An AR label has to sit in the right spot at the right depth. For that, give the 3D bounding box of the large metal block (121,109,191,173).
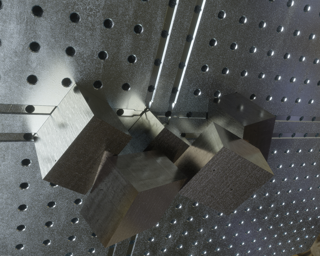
[{"bbox_3d":[-0.007,0.035,0.414,0.080,0.050,0.080,-49,129,6],"label":"large metal block"}]

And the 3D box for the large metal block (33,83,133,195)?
[{"bbox_3d":[-0.087,0.010,0.335,0.050,0.080,0.080,34,99,-39],"label":"large metal block"}]

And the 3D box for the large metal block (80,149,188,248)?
[{"bbox_3d":[-0.028,0.074,0.341,0.081,0.050,0.079,-3,130,-51],"label":"large metal block"}]

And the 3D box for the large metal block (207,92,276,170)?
[{"bbox_3d":[0.111,0.006,0.442,0.050,0.080,0.079,-15,125,-20],"label":"large metal block"}]

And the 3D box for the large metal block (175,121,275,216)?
[{"bbox_3d":[0.074,0.051,0.379,0.080,0.050,0.080,29,116,-23],"label":"large metal block"}]
